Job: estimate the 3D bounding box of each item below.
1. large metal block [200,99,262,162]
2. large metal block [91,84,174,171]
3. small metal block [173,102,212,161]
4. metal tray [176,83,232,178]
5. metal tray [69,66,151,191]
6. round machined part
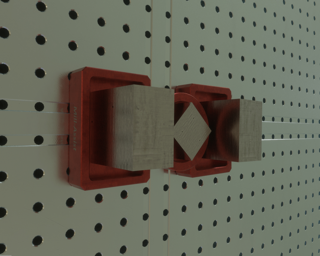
[{"bbox_3d":[0.093,0.003,0.433,0.050,0.080,0.080,2,89,-40],"label":"large metal block"},{"bbox_3d":[-0.031,0.000,0.330,0.050,0.080,0.080,1,90,-40],"label":"large metal block"},{"bbox_3d":[0.030,0.004,0.381,0.050,0.025,0.050,52,60,-27],"label":"small metal block"},{"bbox_3d":[0.066,0.003,0.460,0.091,0.030,0.129,0,90,-40],"label":"metal tray"},{"bbox_3d":[-0.055,0.001,0.358,0.091,0.030,0.129,1,89,-40],"label":"metal tray"},{"bbox_3d":[0.015,0.005,0.399,0.099,0.042,0.097,0,90,-40],"label":"round machined part"}]
